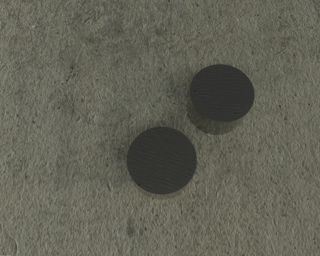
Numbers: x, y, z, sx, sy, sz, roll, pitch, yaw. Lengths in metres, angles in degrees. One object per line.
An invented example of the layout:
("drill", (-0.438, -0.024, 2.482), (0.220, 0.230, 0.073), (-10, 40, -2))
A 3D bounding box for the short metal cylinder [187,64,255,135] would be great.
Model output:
("short metal cylinder", (0.077, -0.036, 0.408), (0.081, 0.050, 0.080), (0, 70, 0))

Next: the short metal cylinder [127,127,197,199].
("short metal cylinder", (0.002, 0.044, 0.379), (0.081, 0.050, 0.080), (0, 70, 0))
